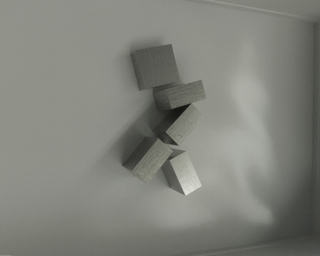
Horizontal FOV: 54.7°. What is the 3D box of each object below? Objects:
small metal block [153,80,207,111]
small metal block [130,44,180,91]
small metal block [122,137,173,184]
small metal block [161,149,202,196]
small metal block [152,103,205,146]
[{"bbox_3d":[0.025,-0.042,0.407,0.050,0.050,0.025,-17,96,-20],"label":"small metal block"},{"bbox_3d":[-0.006,-0.080,0.409,0.050,0.025,0.050,-16,96,-20],"label":"small metal block"},{"bbox_3d":[-0.017,0.039,0.392,0.025,0.050,0.050,43,77,-16],"label":"small metal block"},{"bbox_3d":[0.024,0.056,0.407,0.025,0.050,0.050,-27,99,-18],"label":"small metal block"},{"bbox_3d":[0.023,-0.005,0.407,0.025,0.050,0.050,46,76,-15],"label":"small metal block"}]
